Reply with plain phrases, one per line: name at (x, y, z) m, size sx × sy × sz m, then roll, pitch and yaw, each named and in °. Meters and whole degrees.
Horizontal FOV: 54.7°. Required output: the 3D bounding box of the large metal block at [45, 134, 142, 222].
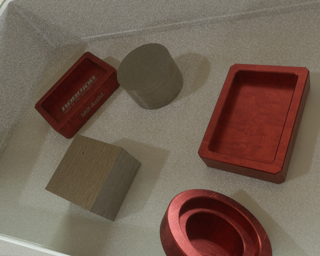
large metal block at (-0.083, 0.061, 0.394) m, size 0.080 × 0.050 × 0.080 m, roll 13°, pitch 69°, yaw 33°

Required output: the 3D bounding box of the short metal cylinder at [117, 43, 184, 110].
short metal cylinder at (-0.013, -0.073, 0.440) m, size 0.080 × 0.050 × 0.080 m, roll -13°, pitch 56°, yaw 20°

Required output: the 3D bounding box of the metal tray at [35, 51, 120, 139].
metal tray at (-0.133, -0.056, 0.504) m, size 0.130 × 0.030 × 0.090 m, roll -48°, pitch 52°, yaw -7°

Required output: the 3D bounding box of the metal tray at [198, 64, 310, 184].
metal tray at (0.108, -0.011, 0.351) m, size 0.090 × 0.030 × 0.130 m, roll 11°, pitch 67°, yaw 32°

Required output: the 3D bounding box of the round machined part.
round machined part at (0.046, 0.106, 0.282) m, size 0.098 × 0.099 × 0.042 m, roll 48°, pitch 129°, yaw 39°
